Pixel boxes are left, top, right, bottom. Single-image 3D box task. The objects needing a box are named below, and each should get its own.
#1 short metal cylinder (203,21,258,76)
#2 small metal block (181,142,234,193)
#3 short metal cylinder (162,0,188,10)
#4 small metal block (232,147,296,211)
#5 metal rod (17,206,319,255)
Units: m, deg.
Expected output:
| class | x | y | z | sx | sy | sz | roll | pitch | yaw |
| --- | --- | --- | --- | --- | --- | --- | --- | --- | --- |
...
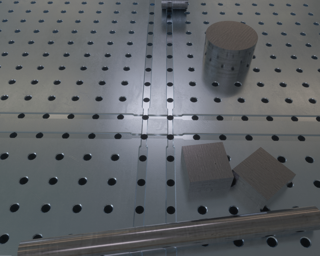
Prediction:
| class | x | y | z | sx | sy | sz | roll | pitch | yaw |
| --- | --- | --- | --- | --- | --- | --- | --- | --- | --- |
| short metal cylinder | 0.112 | -0.129 | 0.501 | 0.080 | 0.050 | 0.080 | 0 | 50 | 0 |
| small metal block | 0.055 | 0.046 | 0.369 | 0.050 | 0.025 | 0.050 | -6 | 50 | -5 |
| short metal cylinder | 0.029 | -0.273 | 0.601 | 0.050 | 0.080 | 0.080 | 1 | 50 | 1 |
| small metal block | 0.118 | 0.058 | 0.360 | 0.050 | 0.025 | 0.050 | -32 | 57 | -24 |
| metal rod | 0.015 | 0.109 | 0.315 | 0.302 | 0.025 | 0.025 | -5 | 50 | -5 |
